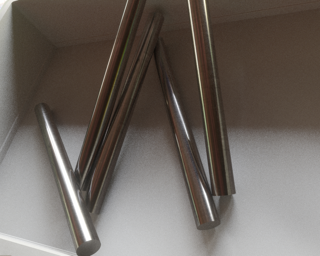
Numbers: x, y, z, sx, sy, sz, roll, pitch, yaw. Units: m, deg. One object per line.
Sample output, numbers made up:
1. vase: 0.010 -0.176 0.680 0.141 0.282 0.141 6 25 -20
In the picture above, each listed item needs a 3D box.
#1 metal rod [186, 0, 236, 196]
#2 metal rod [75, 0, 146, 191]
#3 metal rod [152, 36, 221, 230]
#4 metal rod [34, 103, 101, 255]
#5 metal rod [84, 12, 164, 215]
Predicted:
1. metal rod: 0.052 -0.076 0.350 0.025 0.025 0.298 -10 81 23
2. metal rod: -0.065 -0.063 0.419 0.025 0.025 0.299 16 88 34
3. metal rod: 0.022 -0.018 0.405 0.025 0.025 0.299 -24 53 14
4. metal rod: -0.137 0.045 0.423 0.025 0.025 0.300 -41 42 0
5. metal rod: -0.047 -0.032 0.431 0.025 0.025 0.299 7 71 31
